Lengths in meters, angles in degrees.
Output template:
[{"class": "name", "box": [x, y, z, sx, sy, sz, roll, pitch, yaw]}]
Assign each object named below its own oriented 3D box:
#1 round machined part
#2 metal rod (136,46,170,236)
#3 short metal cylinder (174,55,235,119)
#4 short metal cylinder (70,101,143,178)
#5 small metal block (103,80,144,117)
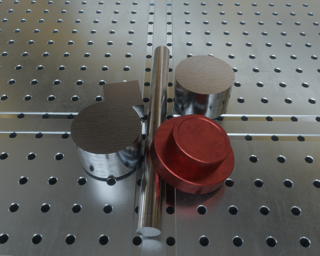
[{"class": "round machined part", "box": [0.041, 0.023, 0.357, 0.099, 0.042, 0.098, 11, 48, -12]}, {"class": "metal rod", "box": [-0.004, -0.009, 0.410, 0.025, 0.025, 0.300, 2, 50, 2]}, {"class": "short metal cylinder", "box": [0.060, -0.057, 0.434, 0.081, 0.050, 0.080, 0, 50, 0]}, {"class": "short metal cylinder", "box": [-0.062, 0.013, 0.374, 0.081, 0.050, 0.080, 0, 50, 0]}, {"class": "small metal block", "box": [-0.051, -0.038, 0.434, 0.050, 0.025, 0.050, -9, 51, -7]}]
